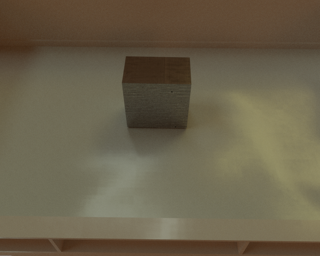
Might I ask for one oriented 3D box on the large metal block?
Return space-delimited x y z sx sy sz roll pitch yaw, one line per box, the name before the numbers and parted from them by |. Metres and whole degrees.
large metal block | -0.003 -0.045 0.405 0.080 0.080 0.050 1 50 0
